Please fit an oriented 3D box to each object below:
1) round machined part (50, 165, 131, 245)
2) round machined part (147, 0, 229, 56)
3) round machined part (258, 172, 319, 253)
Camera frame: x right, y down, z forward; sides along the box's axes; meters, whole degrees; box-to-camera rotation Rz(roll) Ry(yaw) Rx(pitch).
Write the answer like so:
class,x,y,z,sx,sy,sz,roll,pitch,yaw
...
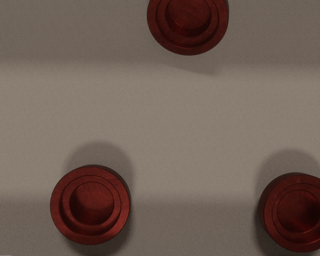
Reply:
class,x,y,z,sx,sy,sz,roll,pitch,yaw
round machined part,-0.086,0.096,0.402,0.099,0.042,0.097,0,90,-1
round machined part,0.036,-0.144,0.386,0.099,0.097,0.042,15,46,-1
round machined part,0.178,0.106,0.405,0.099,0.042,0.097,0,90,-1
